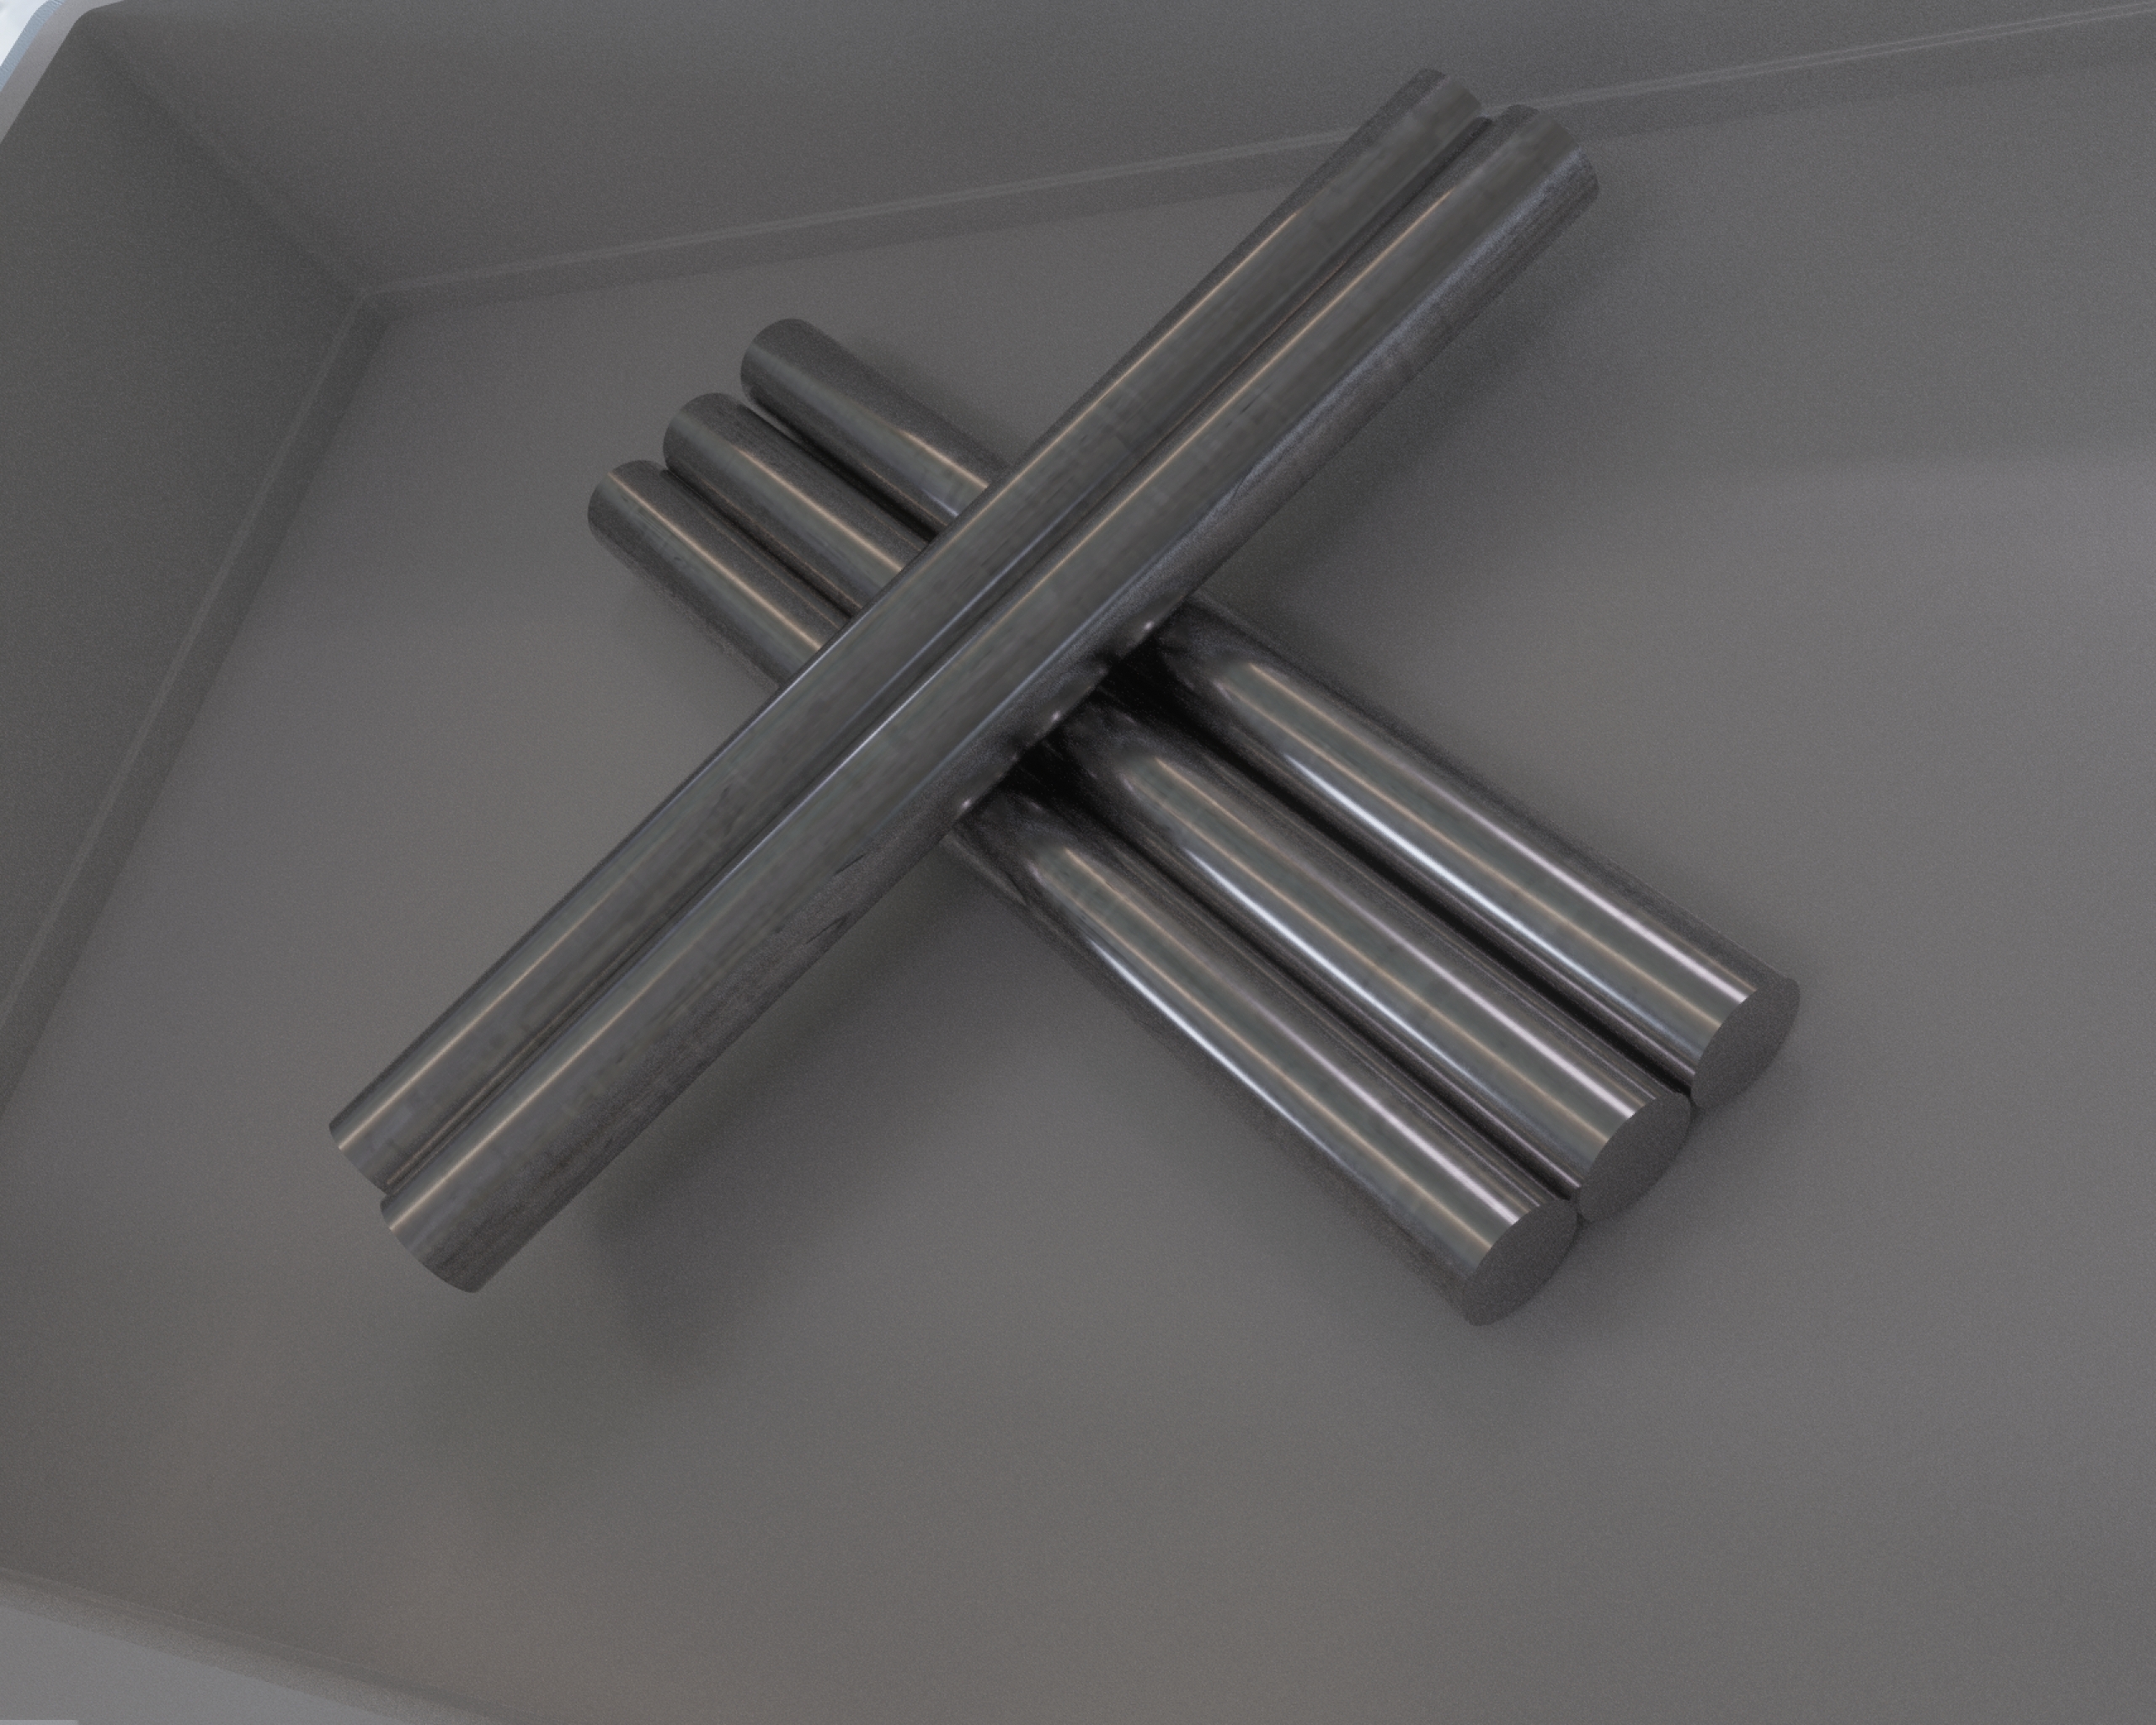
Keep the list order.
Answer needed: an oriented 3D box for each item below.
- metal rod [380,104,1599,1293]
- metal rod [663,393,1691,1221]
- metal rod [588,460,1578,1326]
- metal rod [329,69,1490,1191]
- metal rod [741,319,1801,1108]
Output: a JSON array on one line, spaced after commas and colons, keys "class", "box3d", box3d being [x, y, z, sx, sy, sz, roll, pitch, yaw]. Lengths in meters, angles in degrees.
[{"class": "metal rod", "box3d": [-0.014, -0.033, 0.400, 0.300, 0.025, 0.025, -44, 51, -3]}, {"class": "metal rod", "box3d": [-0.002, -0.029, 0.422, 0.025, 0.025, 0.300, -47, 51, -4]}, {"class": "metal rod", "box3d": [-0.020, -0.012, 0.422, 0.025, 0.025, 0.300, -47, 51, -4]}, {"class": "metal rod", "box3d": [-0.030, -0.046, 0.416, 0.300, 0.025, 0.025, -44, 51, -3]}, {"class": "metal rod", "box3d": [0.017, -0.047, 0.424, 0.025, 0.025, 0.300, -46, 51, -4]}]
